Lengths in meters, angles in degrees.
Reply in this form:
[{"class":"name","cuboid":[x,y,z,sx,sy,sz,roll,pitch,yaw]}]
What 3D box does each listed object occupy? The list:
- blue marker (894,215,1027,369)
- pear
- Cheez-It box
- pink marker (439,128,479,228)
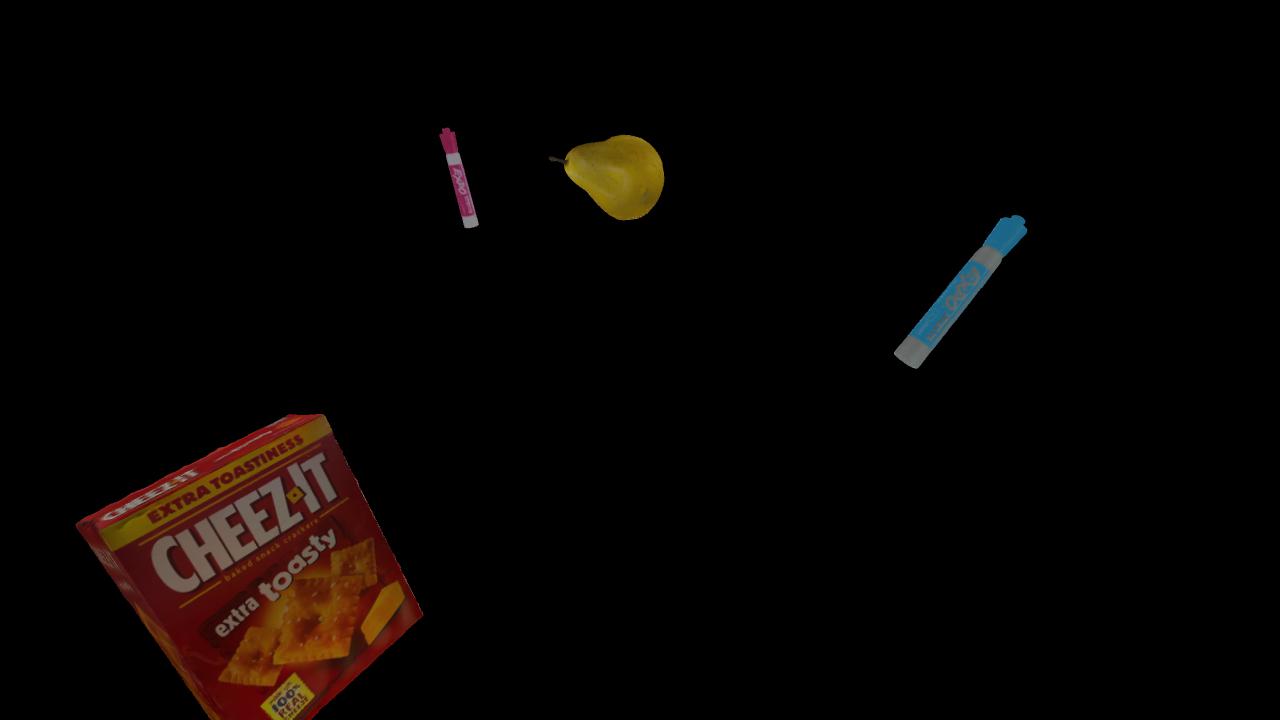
[{"class":"blue marker","cuboid":[0.218,-0.047,0.417,0.020,0.121,0.020,37,4,-3]},{"class":"pear","cuboid":[-0.035,-0.178,0.579,0.111,0.080,0.080,14,-5,-23]},{"class":"Cheez-It box","cuboid":[-0.301,0.178,0.510,0.071,0.223,0.166,-5,21,37]},{"class":"pink marker","cuboid":[-0.225,-0.225,0.766,0.020,0.121,0.020,-6,29,4]}]
